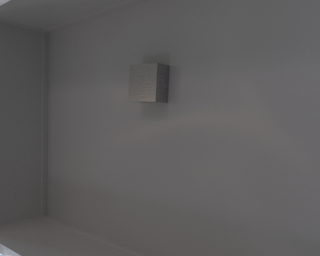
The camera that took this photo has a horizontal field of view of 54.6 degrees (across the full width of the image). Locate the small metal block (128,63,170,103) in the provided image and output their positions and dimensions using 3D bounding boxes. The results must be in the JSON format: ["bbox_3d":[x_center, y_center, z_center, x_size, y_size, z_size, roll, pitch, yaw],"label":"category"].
[{"bbox_3d":[-0.016,-0.060,0.421,0.050,0.025,0.050,5,93,40],"label":"small metal block"}]
